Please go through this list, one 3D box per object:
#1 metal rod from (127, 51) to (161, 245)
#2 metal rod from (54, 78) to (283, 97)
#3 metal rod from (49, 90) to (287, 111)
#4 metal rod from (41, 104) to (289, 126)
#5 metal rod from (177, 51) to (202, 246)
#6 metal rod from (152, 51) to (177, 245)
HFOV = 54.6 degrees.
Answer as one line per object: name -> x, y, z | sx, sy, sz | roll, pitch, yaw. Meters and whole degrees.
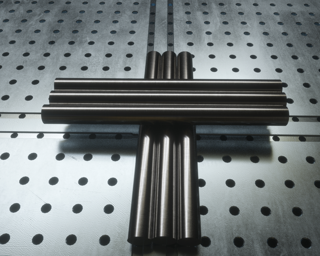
metal rod -> -0.015, -0.001, 0.408 | 0.025, 0.025, 0.300 | 2, 50, 1
metal rod -> 0.011, -0.055, 0.421 | 0.302, 0.025, 0.025 | 0, 50, 0
metal rod -> 0.010, -0.035, 0.405 | 0.302, 0.025, 0.025 | 0, 50, 0
metal rod -> 0.006, -0.016, 0.389 | 0.302, 0.025, 0.025 | 0, 50, 0
metal rod -> 0.035, 0.000, 0.408 | 0.025, 0.025, 0.300 | 2, 50, 1
metal rod -> 0.010, -0.001, 0.409 | 0.025, 0.025, 0.300 | 2, 50, 1
